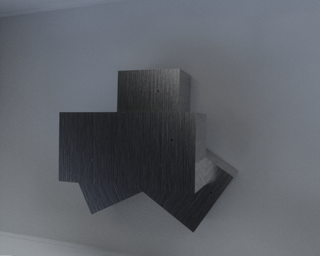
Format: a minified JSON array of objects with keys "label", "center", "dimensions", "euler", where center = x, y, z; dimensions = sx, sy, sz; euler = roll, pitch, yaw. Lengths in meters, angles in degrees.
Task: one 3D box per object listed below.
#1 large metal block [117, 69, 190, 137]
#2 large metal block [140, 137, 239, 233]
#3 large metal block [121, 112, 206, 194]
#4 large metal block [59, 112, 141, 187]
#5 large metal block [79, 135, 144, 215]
[{"label":"large metal block","center":[-0.007,-0.031,0.398],"dimensions":[0.080,0.050,0.080],"euler":[2,91,20]},{"label":"large metal block","center":[0.037,0.064,0.381],"dimensions":[0.080,0.050,0.080],"euler":[36,101,17]},{"label":"large metal block","center":[0.005,0.024,0.339],"dimensions":[0.080,0.050,0.080],"euler":[1,90,20]},{"label":"large metal block","center":[-0.070,0.022,0.367],"dimensions":[0.080,0.050,0.080],"euler":[1,90,20]},{"label":"large metal block","center":[-0.063,0.059,0.418],"dimensions":[0.080,0.050,0.080],"euler":[-27,81,18]}]
